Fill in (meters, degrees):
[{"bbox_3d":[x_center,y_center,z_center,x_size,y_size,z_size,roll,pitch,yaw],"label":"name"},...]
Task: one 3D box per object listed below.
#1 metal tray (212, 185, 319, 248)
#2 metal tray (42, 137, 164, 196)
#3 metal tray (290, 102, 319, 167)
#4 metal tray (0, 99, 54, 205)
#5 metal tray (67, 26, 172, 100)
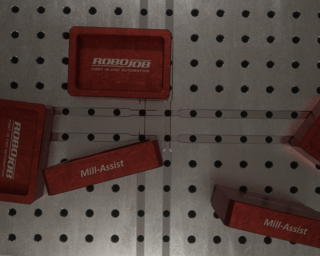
[{"bbox_3d":[0.137,0.107,0.382,0.131,0.090,0.030,13,90,-1],"label":"metal tray"},{"bbox_3d":[-0.063,0.043,0.380,0.131,0.090,0.030,-15,90,-1],"label":"metal tray"},{"bbox_3d":[0.256,0.025,0.414,0.130,0.030,0.090,36,90,-1],"label":"metal tray"},{"bbox_3d":[-0.197,0.028,0.408,0.091,0.030,0.129,7,90,-1],"label":"metal tray"},{"bbox_3d":[-0.052,-0.084,0.410,0.131,0.030,0.089,2,90,-1],"label":"metal tray"}]
